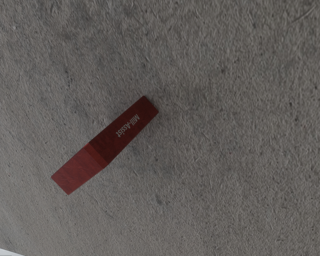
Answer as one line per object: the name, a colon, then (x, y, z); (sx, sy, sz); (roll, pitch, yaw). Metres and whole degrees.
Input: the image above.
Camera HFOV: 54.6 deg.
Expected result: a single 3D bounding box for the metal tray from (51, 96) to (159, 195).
metal tray: (-0.064, 0.018, 0.385); (0.030, 0.131, 0.090); (49, 129, -6)
